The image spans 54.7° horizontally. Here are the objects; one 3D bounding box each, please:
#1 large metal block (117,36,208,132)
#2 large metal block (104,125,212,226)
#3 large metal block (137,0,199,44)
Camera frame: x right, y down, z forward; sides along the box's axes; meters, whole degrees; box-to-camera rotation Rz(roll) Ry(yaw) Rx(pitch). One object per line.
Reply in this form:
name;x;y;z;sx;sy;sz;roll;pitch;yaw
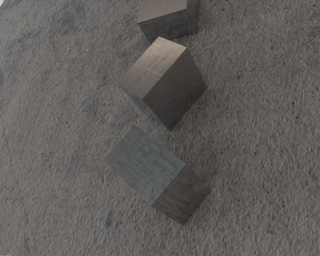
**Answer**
large metal block;0.006;-0.055;0.399;0.050;0.080;0.080;34;81;38
large metal block;-0.001;0.052;0.337;0.050;0.080;0.080;-50;52;-6
large metal block;0.016;-0.188;0.495;0.080;0.050;0.080;-8;58;24
